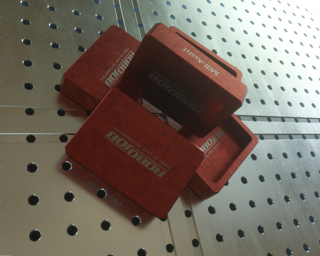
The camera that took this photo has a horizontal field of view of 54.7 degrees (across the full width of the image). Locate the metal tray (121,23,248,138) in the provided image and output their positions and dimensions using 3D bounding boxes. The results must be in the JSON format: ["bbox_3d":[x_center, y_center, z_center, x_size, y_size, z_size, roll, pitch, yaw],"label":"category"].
[{"bbox_3d":[0.026,-0.052,0.374,0.130,0.090,0.030,35,51,-5],"label":"metal tray"}]

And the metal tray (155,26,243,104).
[{"bbox_3d":[0.050,-0.079,0.443,0.130,0.030,0.090,32,51,-8],"label":"metal tray"}]

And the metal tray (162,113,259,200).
[{"bbox_3d":[0.071,0.024,0.429,0.090,0.030,0.131,47,51,5],"label":"metal tray"}]

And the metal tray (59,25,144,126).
[{"bbox_3d":[-0.060,-0.074,0.418,0.090,0.030,0.130,34,51,-7],"label":"metal tray"}]

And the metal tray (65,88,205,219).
[{"bbox_3d":[-0.027,0.028,0.350,0.130,0.030,0.090,37,76,-4],"label":"metal tray"}]
